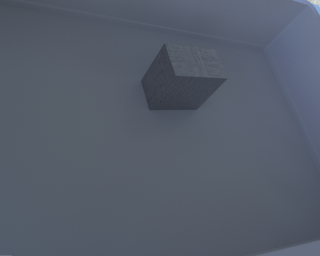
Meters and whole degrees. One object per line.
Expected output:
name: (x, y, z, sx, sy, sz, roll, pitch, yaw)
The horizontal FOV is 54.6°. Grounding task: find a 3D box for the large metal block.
large metal block: (0.031, -0.067, 0.427, 0.081, 0.080, 0.050, -2, 63, -29)
